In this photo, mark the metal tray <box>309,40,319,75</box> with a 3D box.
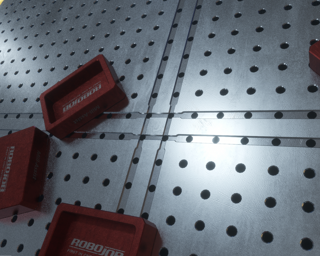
[{"bbox_3d":[0.235,-0.065,0.321,0.090,0.030,0.130,-34,52,5],"label":"metal tray"}]

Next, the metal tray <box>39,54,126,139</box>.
[{"bbox_3d":[-0.128,-0.052,0.501,0.130,0.030,0.090,-32,52,6],"label":"metal tray"}]

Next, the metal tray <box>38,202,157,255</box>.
[{"bbox_3d":[-0.076,0.142,0.356,0.130,0.030,0.090,2,62,28],"label":"metal tray"}]

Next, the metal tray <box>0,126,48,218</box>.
[{"bbox_3d":[-0.226,0.068,0.480,0.090,0.030,0.130,-17,55,18],"label":"metal tray"}]
